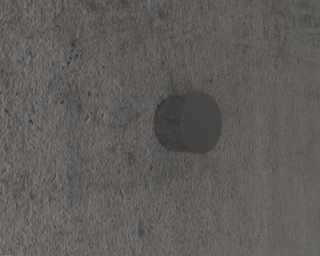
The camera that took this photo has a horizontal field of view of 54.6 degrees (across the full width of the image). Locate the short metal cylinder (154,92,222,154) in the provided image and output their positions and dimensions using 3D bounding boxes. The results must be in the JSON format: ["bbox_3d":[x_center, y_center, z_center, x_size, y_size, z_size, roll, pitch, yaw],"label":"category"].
[{"bbox_3d":[0.038,-0.006,0.419,0.081,0.050,0.080,0,90,-40],"label":"short metal cylinder"}]
